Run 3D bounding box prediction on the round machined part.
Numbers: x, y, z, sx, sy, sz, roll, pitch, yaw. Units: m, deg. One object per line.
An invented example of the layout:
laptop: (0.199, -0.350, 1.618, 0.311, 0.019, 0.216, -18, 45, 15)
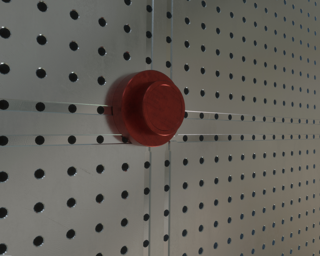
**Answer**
round machined part: (-0.006, -0.025, 0.392, 0.099, 0.042, 0.097, 0, 90, -40)
